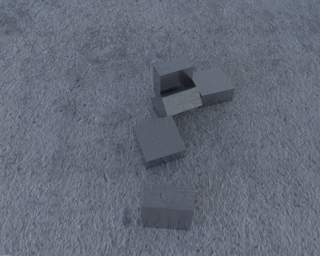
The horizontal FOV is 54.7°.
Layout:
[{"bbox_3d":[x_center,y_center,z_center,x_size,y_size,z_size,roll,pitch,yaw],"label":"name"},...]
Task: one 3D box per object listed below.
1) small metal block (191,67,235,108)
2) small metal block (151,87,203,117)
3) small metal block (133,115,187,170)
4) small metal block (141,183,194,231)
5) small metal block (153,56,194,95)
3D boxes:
[{"bbox_3d":[0.074,-0.060,0.454,0.050,0.025,0.050,-14,51,-12],"label":"small metal block"},{"bbox_3d":[0.021,-0.036,0.416,0.050,0.025,0.050,-19,11,-16],"label":"small metal block"},{"bbox_3d":[-0.001,0.017,0.382,0.050,0.025,0.050,-16,64,-13],"label":"small metal block"},{"bbox_3d":[0.008,0.082,0.318,0.050,0.050,0.025,4,50,3],"label":"small metal block"},{"bbox_3d":[0.018,-0.070,0.446,0.050,0.050,0.025,-19,53,-15],"label":"small metal block"}]
